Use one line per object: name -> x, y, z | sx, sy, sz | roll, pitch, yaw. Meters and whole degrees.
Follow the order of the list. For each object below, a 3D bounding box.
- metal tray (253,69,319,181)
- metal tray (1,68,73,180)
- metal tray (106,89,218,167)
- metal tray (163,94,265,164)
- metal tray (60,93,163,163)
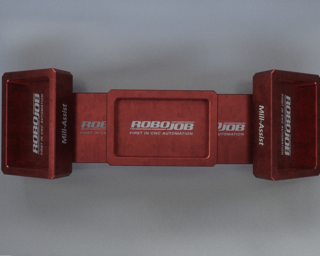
metal tray -> 0.160, -0.003, 0.389 | 0.091, 0.030, 0.129 | 0, 90, -28
metal tray -> -0.155, -0.005, 0.388 | 0.090, 0.030, 0.129 | 1, 90, 25
metal tray -> 0.003, 0.000, 0.377 | 0.131, 0.030, 0.089 | 1, 89, 0
metal tray -> 0.069, 0.001, 0.408 | 0.131, 0.030, 0.089 | 0, 90, 0
metal tray -> -0.062, 0.000, 0.408 | 0.131, 0.030, 0.089 | 0, 90, 0
